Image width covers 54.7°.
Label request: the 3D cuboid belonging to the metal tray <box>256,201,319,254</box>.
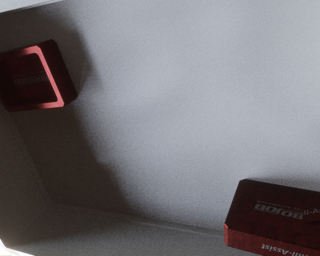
[{"bbox_3d":[0.185,0.130,0.357,0.130,0.030,0.090,-16,113,14],"label":"metal tray"}]

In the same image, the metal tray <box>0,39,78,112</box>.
[{"bbox_3d":[-0.194,-0.073,0.459,0.130,0.030,0.089,-3,117,29],"label":"metal tray"}]

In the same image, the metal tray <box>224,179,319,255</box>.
[{"bbox_3d":[0.148,0.107,0.354,0.130,0.090,0.030,7,121,24],"label":"metal tray"}]
